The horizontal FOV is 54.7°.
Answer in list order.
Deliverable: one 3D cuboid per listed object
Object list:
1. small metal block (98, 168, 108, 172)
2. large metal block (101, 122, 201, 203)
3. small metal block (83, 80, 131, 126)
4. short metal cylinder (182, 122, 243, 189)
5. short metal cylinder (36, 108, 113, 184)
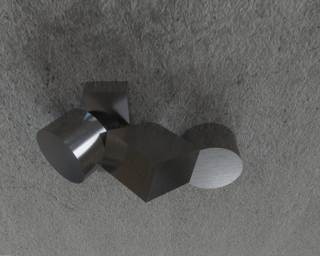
[{"bbox_3d":[-0.062,0.037,0.439,0.050,0.025,0.050,2,130,-3],"label":"small metal block"},{"bbox_3d":[-0.012,0.036,0.379,0.081,0.080,0.050,-13,125,-48],"label":"large metal block"},{"bbox_3d":[-0.063,-0.030,0.382,0.050,0.025,0.050,-1,130,0],"label":"small metal block"},{"bbox_3d":[0.068,0.038,0.426,0.081,0.050,0.079,0,130,0],"label":"short metal cylinder"},{"bbox_3d":[-0.105,0.022,0.386,0.080,0.050,0.079,25,137,26],"label":"short metal cylinder"}]
